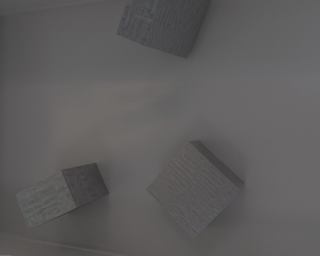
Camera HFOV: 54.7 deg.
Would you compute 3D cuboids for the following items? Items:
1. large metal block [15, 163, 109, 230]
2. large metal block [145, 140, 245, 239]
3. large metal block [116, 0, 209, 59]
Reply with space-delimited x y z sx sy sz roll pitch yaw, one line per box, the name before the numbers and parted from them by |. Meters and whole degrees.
large metal block | -0.132 0.091 0.428 0.080 0.080 0.050 -28 81 18
large metal block | 0.044 0.072 0.381 0.080 0.050 0.080 44 104 14
large metal block | 0.005 -0.135 0.368 0.050 0.081 0.079 31 109 34
